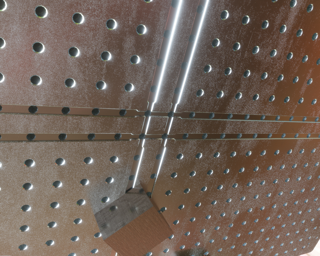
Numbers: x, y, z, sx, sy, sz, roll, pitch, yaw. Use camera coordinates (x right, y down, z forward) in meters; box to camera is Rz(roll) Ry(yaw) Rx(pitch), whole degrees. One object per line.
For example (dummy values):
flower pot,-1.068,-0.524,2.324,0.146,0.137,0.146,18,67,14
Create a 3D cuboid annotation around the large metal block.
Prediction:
large metal block,-0.038,0.144,0.463,0.080,0.050,0.080,-34,129,-6
